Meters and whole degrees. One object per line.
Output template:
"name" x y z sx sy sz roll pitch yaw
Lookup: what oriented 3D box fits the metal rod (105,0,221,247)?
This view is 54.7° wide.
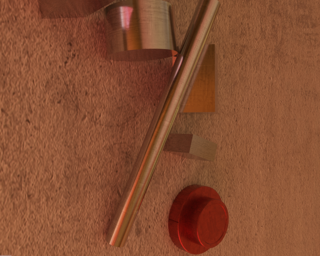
"metal rod" 0.002 -0.005 0.358 0.025 0.025 0.298 20 93 -39

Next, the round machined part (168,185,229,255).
"round machined part" 0.062 0.134 0.449 0.099 0.042 0.097 0 90 -40

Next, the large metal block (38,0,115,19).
"large metal block" -0.085 -0.157 0.298 0.050 0.080 0.079 -19 103 -39

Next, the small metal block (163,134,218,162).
"small metal block" 0.042 0.027 0.426 0.050 0.050 0.025 21 77 -38

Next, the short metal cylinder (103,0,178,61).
"short metal cylinder" -0.022 -0.107 0.352 0.081 0.080 0.050 -7 95 -40

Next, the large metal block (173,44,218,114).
"large metal block" 0.049 -0.059 0.407 0.080 0.050 0.079 -3 92 -77
